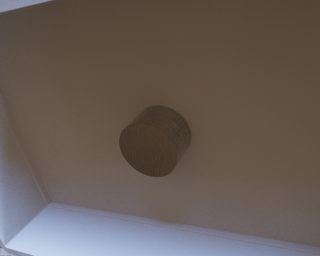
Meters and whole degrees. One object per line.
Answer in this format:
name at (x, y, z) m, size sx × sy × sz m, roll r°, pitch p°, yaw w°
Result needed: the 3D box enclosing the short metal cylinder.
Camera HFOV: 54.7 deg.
short metal cylinder at (-0.005, 0.017, 0.405) m, size 0.080 × 0.050 × 0.079 m, roll 13°, pitch 124°, yaw 20°
